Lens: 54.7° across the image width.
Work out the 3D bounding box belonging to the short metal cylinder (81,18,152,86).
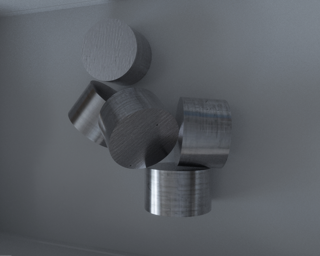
[{"bbox_3d":[-0.058,-0.100,0.418,0.080,0.050,0.080,0,90,20],"label":"short metal cylinder"}]

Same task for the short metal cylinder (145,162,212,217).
[{"bbox_3d":[0.022,0.071,0.373,0.080,0.080,0.050,1,90,20],"label":"short metal cylinder"}]

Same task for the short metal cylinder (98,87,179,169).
[{"bbox_3d":[-0.025,0.000,0.356,0.080,0.080,0.050,-51,39,13],"label":"short metal cylinder"}]

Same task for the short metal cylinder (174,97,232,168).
[{"bbox_3d":[0.046,0.005,0.358,0.050,0.080,0.079,4,92,-4],"label":"short metal cylinder"}]

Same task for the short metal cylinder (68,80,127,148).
[{"bbox_3d":[-0.071,-0.018,0.406,0.080,0.080,0.050,42,103,15],"label":"short metal cylinder"}]
